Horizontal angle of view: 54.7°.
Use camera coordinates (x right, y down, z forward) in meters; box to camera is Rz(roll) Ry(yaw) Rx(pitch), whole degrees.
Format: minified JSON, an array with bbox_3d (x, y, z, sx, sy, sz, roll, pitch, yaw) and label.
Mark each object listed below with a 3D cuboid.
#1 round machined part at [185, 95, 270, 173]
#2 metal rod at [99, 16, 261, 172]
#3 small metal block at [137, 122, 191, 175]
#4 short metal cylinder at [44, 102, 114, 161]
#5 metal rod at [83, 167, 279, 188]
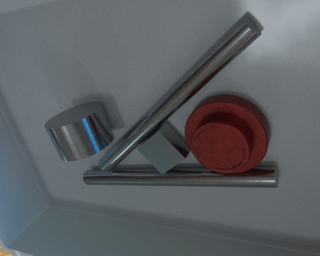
[{"bbox_3d":[0.075,0.014,0.362,0.098,0.042,0.097,13,124,20],"label":"round machined part"},{"bbox_3d":[0.002,-0.021,0.391,0.025,0.025,0.299,45,129,-4],"label":"metal rod"},{"bbox_3d":[0.006,0.028,0.419,0.050,0.025,0.050,46,129,-4],"label":"small metal block"},{"bbox_3d":[-0.110,0.003,0.430,0.080,0.080,0.050,-5,116,30],"label":"short metal cylinder"},{"bbox_3d":[0.010,0.071,0.444,0.300,0.025,0.025,-5,116,30],"label":"metal rod"}]
